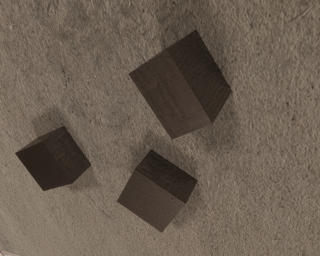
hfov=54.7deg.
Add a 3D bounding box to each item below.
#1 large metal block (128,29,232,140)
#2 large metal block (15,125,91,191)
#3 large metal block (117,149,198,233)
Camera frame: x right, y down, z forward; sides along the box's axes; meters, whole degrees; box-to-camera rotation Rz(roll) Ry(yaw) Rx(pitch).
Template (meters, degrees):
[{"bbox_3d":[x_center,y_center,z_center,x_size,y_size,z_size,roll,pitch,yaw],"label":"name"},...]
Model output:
[{"bbox_3d":[0.026,-0.047,0.327,0.050,0.080,0.080,-24,106,36],"label":"large metal block"},{"bbox_3d":[-0.176,0.052,0.513,0.080,0.050,0.080,-19,108,35],"label":"large metal block"},{"bbox_3d":[-0.005,0.092,0.449,0.080,0.050,0.079,34,129,5],"label":"large metal block"}]
